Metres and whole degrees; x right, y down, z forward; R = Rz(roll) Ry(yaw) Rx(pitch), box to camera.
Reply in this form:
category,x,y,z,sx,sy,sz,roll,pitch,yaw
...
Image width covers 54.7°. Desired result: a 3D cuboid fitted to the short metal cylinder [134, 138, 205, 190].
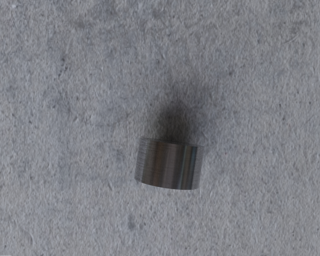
category,x,y,z,sx,sy,sz,roll,pitch,yaw
short metal cylinder,0.012,0.042,0.383,0.081,0.080,0.050,8,90,-1
